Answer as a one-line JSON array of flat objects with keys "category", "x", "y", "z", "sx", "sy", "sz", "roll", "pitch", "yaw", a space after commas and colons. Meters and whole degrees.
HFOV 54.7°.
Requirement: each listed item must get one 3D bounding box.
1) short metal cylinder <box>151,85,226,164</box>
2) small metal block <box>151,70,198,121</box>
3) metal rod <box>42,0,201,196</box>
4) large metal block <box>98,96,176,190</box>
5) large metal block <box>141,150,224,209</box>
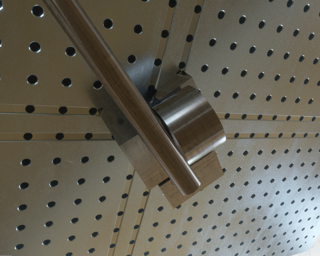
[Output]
[{"category": "short metal cylinder", "x": 0.031, "y": -0.002, "z": 0.360, "sx": 0.050, "sy": 0.080, "sz": 0.080, "roll": -32, "pitch": 129, "yaw": -8}, {"category": "small metal block", "x": 0.024, "y": -0.038, "z": 0.403, "sx": 0.050, "sy": 0.025, "sz": 0.050, "roll": -36, "pitch": 130, "yaw": -5}, {"category": "metal rod", "x": -0.048, "y": -0.054, "z": 0.285, "sx": 0.025, "sy": 0.025, "sz": 0.299, "roll": -36, "pitch": 108, "yaw": -5}, {"category": "large metal block", "x": -0.023, "y": 0.014, "z": 0.374, "sx": 0.050, "sy": 0.080, "sz": 0.080, "roll": -33, "pitch": 129, "yaw": -7}, {"category": "large metal block", "x": 0.025, "y": 0.046, "z": 0.417, "sx": 0.080, "sy": 0.080, "sz": 0.050, "roll": -33, "pitch": 129, "yaw": -7}]
